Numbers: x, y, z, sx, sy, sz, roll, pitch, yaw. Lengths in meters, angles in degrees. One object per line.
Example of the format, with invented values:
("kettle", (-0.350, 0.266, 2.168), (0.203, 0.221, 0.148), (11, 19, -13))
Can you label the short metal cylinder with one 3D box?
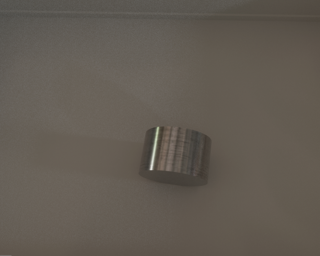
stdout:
("short metal cylinder", (0.019, 0.036, 0.368), (0.080, 0.080, 0.050), (8, 70, 2))
